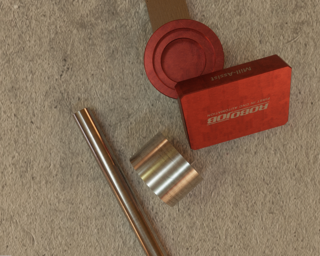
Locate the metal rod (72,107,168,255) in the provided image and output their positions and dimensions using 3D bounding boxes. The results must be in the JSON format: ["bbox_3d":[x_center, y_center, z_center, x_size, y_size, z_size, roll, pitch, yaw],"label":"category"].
[{"bbox_3d":[-0.035,0.111,0.409,0.025,0.025,0.299,-28,90,0],"label":"metal rod"}]

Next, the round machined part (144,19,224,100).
[{"bbox_3d":[0.030,-0.085,0.398,0.099,0.042,0.097,0,97,0],"label":"round machined part"}]

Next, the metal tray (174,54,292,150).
[{"bbox_3d":[0.091,-0.029,0.383,0.131,0.030,0.090,-16,130,0],"label":"metal tray"}]

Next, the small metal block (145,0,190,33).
[{"bbox_3d":[0.010,-0.153,0.410,0.050,0.025,0.050,-14,90,0],"label":"small metal block"}]

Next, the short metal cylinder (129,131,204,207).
[{"bbox_3d":[0.008,0.050,0.383,0.050,0.080,0.080,-43,90,0],"label":"short metal cylinder"}]
